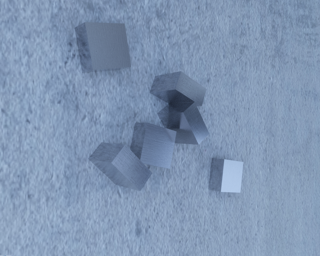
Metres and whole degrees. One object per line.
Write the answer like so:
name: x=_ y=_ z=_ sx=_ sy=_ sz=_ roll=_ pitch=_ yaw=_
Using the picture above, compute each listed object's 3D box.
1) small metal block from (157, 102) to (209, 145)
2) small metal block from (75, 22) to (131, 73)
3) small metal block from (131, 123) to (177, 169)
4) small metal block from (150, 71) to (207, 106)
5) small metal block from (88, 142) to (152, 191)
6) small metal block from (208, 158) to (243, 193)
small metal block: x=0.031 y=-0.006 z=0.417 sx=0.025 sy=0.050 sz=0.050 roll=-42 pitch=116 yaw=-32
small metal block: x=-0.064 y=-0.091 z=0.352 sx=0.050 sy=0.025 sz=0.050 roll=-14 pitch=99 yaw=-39
small metal block: x=-0.009 y=0.023 z=0.399 sx=0.050 sy=0.025 sz=0.050 roll=17 pitch=79 yaw=-39
small metal block: x=0.024 y=-0.049 z=0.411 sx=0.050 sy=0.050 sz=0.025 roll=27 pitch=73 yaw=-37
small metal block: x=-0.045 y=0.043 z=0.352 sx=0.050 sy=0.050 sz=0.025 roll=51 pitch=60 yaw=-29
small metal block: x=0.106 y=0.076 z=0.497 sx=0.050 sy=0.025 sz=0.050 roll=12 pitch=82 yaw=-40
